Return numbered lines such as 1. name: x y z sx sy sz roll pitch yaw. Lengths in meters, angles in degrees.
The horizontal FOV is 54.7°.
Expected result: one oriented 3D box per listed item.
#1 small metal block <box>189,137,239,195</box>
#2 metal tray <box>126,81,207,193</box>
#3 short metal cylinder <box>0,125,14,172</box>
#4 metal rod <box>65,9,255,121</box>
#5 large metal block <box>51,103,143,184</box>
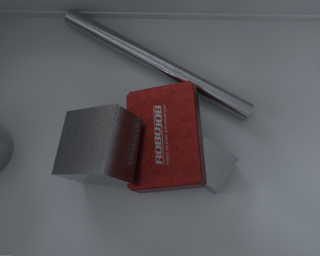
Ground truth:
1. small metal block: 0.063 0.048 0.393 0.050 0.025 0.050 34 73 11
2. metal tray: 0.006 0.012 0.389 0.090 0.030 0.130 -9 69 15
3. short metal cylinder: -0.234 0.021 0.386 0.081 0.050 0.080 0 70 0
4. metal rod: -0.007 -0.094 0.443 0.301 0.025 0.025 30 73 10
5. large metal block: -0.073 0.022 0.369 0.080 0.050 0.080 -6 66 32
